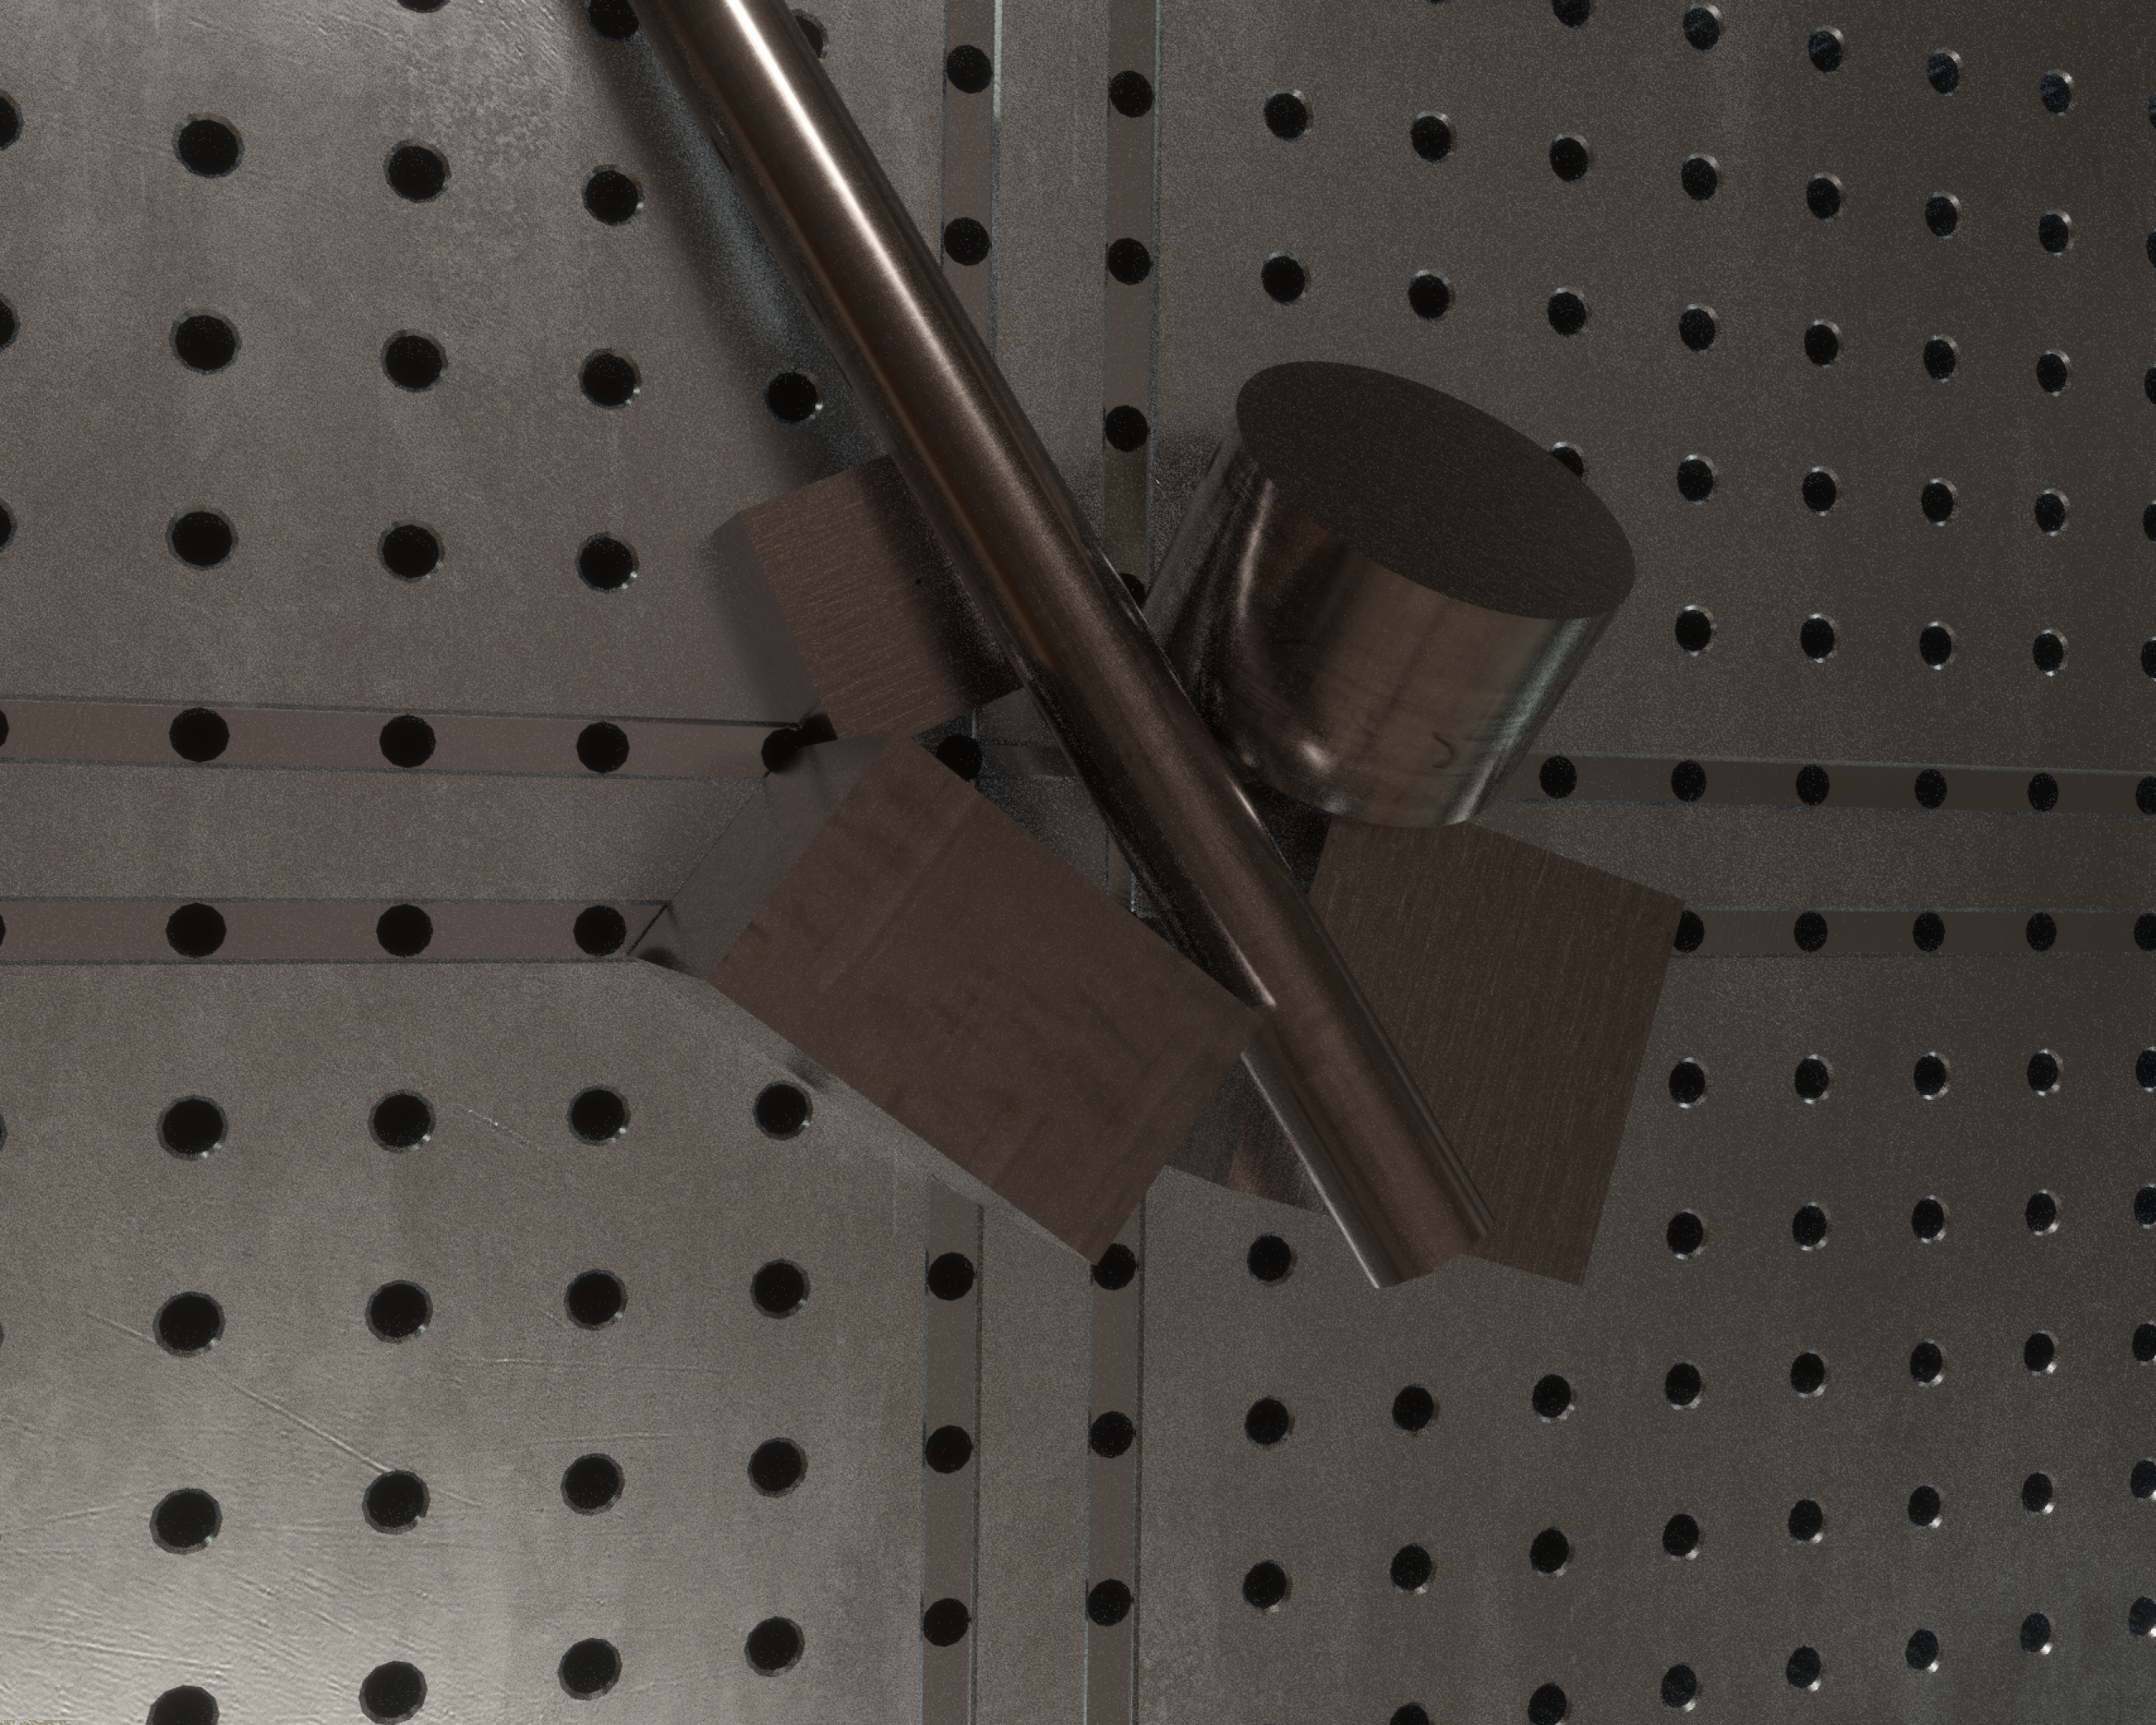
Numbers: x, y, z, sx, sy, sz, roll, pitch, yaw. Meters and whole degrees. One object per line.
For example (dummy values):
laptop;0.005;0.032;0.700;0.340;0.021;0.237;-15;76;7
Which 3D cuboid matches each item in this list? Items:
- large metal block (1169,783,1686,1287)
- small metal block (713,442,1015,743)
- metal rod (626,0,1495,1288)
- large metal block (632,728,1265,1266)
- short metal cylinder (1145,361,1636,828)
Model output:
large metal block;0.066;0.034;0.424;0.081;0.050;0.080;19;84;-20
small metal block;-0.035;-0.051;0.401;0.050;0.025;0.050;-26;99;-19
metal rod;-0.011;-0.060;0.377;0.025;0.025;0.299;-30;89;-18
large metal block;-0.027;0.022;0.374;0.080;0.080;0.050;39;78;-16
short metal cylinder;0.058;-0.052;0.399;0.081;0.080;0.050;9;131;-20
